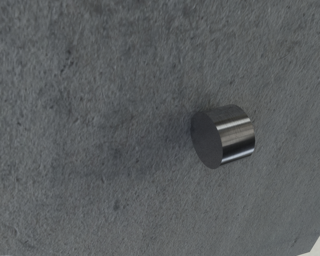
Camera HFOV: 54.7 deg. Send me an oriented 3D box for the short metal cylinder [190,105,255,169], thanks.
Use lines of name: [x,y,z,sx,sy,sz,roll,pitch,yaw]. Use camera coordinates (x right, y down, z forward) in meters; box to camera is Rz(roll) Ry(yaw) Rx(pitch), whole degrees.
short metal cylinder: [0.084,0.011,0.426,0.050,0.080,0.079,-15,125,-21]
